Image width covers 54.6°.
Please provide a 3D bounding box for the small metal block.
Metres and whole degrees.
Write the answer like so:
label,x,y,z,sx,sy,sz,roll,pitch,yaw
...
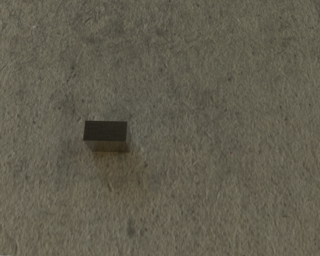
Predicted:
label,x,y,z,sx,sy,sz,roll,pitch,yaw
small metal block,-0.065,0.012,0.390,0.050,0.050,0.025,1,70,0
